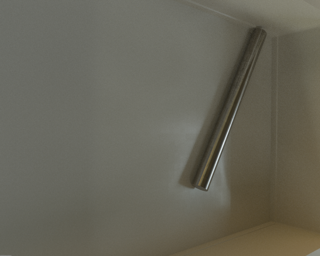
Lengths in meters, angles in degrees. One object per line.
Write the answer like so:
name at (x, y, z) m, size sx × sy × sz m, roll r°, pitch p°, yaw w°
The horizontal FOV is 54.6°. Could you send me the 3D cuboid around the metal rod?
metal rod at (0.118, -0.041, 0.503) m, size 0.025 × 0.025 × 0.300 m, roll 38°, pitch 67°, yaw -33°
